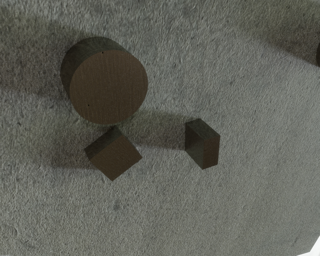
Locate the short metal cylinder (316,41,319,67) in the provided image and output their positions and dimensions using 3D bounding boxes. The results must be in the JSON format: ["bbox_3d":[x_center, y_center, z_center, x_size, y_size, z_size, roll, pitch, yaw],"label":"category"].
[{"bbox_3d":[0.293,-0.121,0.479,0.081,0.050,0.079,-14,125,-21],"label":"short metal cylinder"}]

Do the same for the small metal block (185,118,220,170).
[{"bbox_3d":[0.059,0.022,0.438,0.025,0.050,0.050,-15,125,-20],"label":"small metal block"}]

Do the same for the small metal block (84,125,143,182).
[{"bbox_3d":[-0.059,0.033,0.396,0.050,0.025,0.050,-38,130,-3],"label":"small metal block"}]

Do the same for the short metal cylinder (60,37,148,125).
[{"bbox_3d":[-0.060,-0.050,0.328,0.081,0.050,0.079,-14,125,-21],"label":"short metal cylinder"}]
